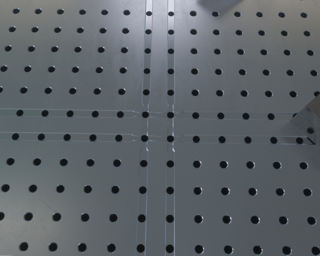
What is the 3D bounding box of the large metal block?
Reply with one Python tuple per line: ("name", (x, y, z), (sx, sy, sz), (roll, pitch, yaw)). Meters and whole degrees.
("large metal block", (0.237, -0.015, 0.405), (0.080, 0.050, 0.080), (-38, 75, -13))
